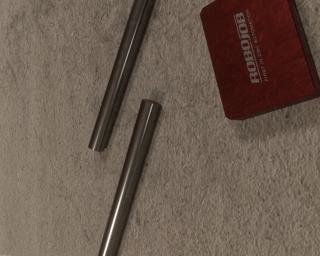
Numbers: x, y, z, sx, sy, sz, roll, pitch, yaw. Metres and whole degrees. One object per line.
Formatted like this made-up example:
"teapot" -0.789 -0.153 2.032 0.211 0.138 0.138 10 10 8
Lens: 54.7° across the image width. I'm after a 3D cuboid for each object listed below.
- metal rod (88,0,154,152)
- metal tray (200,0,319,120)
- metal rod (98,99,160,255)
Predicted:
"metal rod" -0.049 -0.103 0.442 0.025 0.025 0.298 32 110 35
"metal tray" 0.099 -0.081 0.319 0.090 0.030 0.129 -19 78 38
"metal rod" -0.054 0.104 0.447 0.025 0.025 0.298 27 107 36
